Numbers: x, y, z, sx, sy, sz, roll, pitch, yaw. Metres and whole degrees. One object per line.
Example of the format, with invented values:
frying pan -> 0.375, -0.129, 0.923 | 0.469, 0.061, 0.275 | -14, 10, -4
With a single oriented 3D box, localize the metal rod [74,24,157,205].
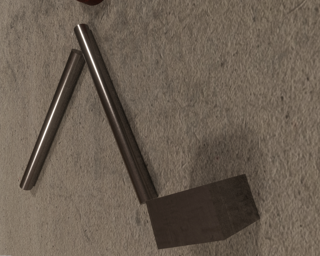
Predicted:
metal rod -> -0.072, -0.032, 0.461 | 0.025, 0.025, 0.299 | -36, 68, 34

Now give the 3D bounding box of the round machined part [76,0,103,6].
round machined part -> -0.116, -0.249, 0.487 | 0.098, 0.042, 0.097 | 0, 90, 39

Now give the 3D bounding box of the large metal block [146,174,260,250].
large metal block -> 0.046, 0.088, 0.330 | 0.080, 0.081, 0.050 | -25, 75, 37

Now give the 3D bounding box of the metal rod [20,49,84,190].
metal rod -> -0.201, -0.004, 0.567 | 0.025, 0.025, 0.298 | 43, 116, 31
